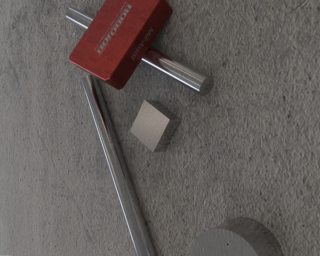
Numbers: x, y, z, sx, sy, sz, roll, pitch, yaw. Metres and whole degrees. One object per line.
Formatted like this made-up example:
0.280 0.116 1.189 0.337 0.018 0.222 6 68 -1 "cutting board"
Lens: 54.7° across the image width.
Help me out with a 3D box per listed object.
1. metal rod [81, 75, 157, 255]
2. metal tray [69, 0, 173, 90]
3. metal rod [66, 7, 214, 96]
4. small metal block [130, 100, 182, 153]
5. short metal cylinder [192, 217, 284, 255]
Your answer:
-0.064 0.055 0.457 0.025 0.025 0.299 -33 70 35 "metal rod"
-0.054 -0.125 0.415 0.090 0.030 0.130 31 87 34 "metal tray"
-0.047 -0.120 0.443 0.300 0.025 0.025 36 112 34 "metal rod"
-0.006 -0.003 0.410 0.050 0.025 0.050 40 114 32 "small metal block"
0.080 0.139 0.322 0.080 0.050 0.079 0 90 40 "short metal cylinder"
